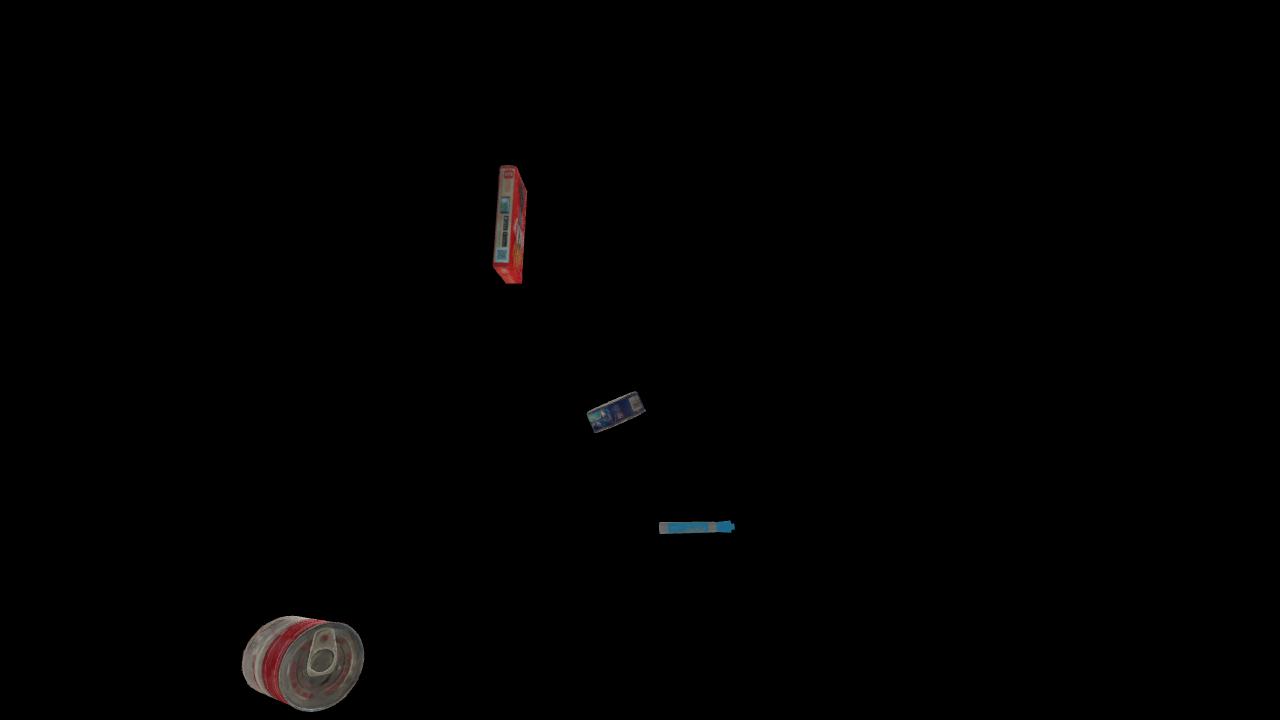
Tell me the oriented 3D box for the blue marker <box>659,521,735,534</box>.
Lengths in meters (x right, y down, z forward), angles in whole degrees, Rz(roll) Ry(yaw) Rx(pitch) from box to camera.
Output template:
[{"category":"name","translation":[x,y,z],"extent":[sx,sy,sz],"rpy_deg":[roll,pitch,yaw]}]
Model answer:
[{"category":"blue marker","translation":[0.091,0.269,0.988],"extent":[0.121,0.020,0.020],"rpy_deg":[-3,0,8]}]

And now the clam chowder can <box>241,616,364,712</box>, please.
[{"category":"clam chowder can","translation":[-0.298,0.263,0.539],"extent":[0.102,0.068,0.068],"rpy_deg":[-16,-10,40]}]

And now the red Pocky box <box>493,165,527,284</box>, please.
[{"category":"red Pocky box","translation":[-0.190,-0.197,0.908],"extent":[0.028,0.155,0.083],"rpy_deg":[1,-10,1]}]

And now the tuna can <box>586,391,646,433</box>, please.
[{"category":"tuna can","translation":[-0.036,0.076,0.909],"extent":[0.084,0.034,0.084],"rpy_deg":[-23,0,0]}]
